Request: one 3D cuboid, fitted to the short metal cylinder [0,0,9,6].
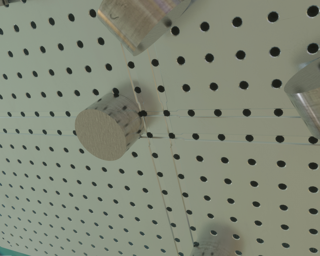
[{"bbox_3d":[-0.244,-0.177,0.395,0.080,0.080,0.050,5,121,25],"label":"short metal cylinder"}]

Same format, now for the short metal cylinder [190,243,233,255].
[{"bbox_3d":[0.080,0.234,0.497,0.080,0.050,0.079,13,124,21],"label":"short metal cylinder"}]

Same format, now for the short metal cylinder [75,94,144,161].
[{"bbox_3d":[-0.069,-0.001,0.431,0.080,0.050,0.079,13,124,21],"label":"short metal cylinder"}]

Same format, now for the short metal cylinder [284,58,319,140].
[{"bbox_3d":[0.159,-0.033,0.271,0.080,0.080,0.050,-28,103,37],"label":"short metal cylinder"}]

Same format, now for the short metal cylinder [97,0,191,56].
[{"bbox_3d":[-0.015,-0.119,0.310,0.050,0.080,0.080,47,129,-4],"label":"short metal cylinder"}]
